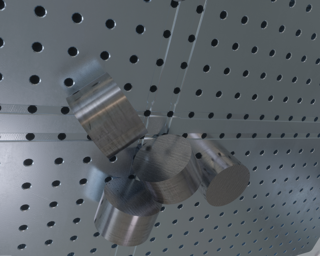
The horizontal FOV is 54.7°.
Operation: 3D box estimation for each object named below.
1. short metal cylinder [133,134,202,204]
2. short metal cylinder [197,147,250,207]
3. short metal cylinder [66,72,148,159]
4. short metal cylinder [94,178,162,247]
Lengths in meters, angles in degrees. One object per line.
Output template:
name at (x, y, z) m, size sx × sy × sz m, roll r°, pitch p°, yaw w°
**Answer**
short metal cylinder at (0.011, 0.054, 0.415) m, size 0.080 × 0.080 × 0.050 m, roll -32°, pitch 129°, yaw -7°
short metal cylinder at (0.095, 0.078, 0.495) m, size 0.081 × 0.050 × 0.079 m, roll -14°, pitch 124°, yaw -21°
short metal cylinder at (-0.056, -0.013, 0.336) m, size 0.050 × 0.080 × 0.080 m, roll -35°, pitch 129°, yaw -6°
short metal cylinder at (-0.043, 0.112, 0.421) m, size 0.081 × 0.080 × 0.050 m, roll 7°, pitch 115°, yaw -32°
